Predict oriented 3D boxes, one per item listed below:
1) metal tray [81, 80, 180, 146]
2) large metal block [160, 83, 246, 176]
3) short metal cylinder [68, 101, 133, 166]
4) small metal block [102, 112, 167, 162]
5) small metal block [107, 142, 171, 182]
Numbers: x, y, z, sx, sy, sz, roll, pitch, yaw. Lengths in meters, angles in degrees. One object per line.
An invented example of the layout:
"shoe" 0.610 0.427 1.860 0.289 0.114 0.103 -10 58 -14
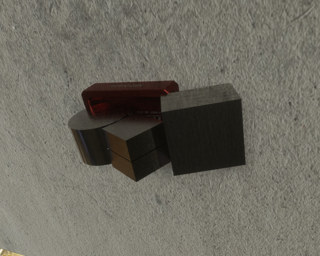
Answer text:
"metal tray" -0.034 -0.014 0.414 0.130 0.030 0.089 2 120 27
"large metal block" 0.048 0.001 0.349 0.080 0.050 0.079 -10 117 3
"short metal cylinder" -0.070 0.005 0.396 0.080 0.080 0.050 1 119 27
"small metal block" -0.028 0.008 0.344 0.050 0.050 0.025 21 130 49
"small metal block" -0.023 0.031 0.355 0.050 0.050 0.025 21 130 49
